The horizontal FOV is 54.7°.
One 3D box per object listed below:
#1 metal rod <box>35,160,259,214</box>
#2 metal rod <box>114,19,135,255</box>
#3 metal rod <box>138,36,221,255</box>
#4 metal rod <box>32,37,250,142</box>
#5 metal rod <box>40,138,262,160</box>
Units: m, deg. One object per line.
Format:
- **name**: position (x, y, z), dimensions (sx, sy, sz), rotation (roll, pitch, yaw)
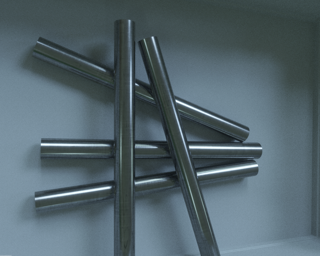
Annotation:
- **metal rod**: position (-0.002, 0.073, 0.409), dimensions (0.303, 0.025, 0.025), rotation (-5, 92, -20)
- **metal rod**: position (-0.042, 0.025, 0.367), dimensions (0.025, 0.025, 0.298), rotation (0, 90, -20)
- **metal rod**: position (0.027, 0.035, 0.393), dimensions (0.025, 0.025, 0.298), rotation (-19, 97, -19)
- **metal rod**: position (-0.009, -0.042, 0.406), dimensions (0.302, 0.025, 0.025), rotation (21, 83, -19)
- **metal rod**: position (0.004, 0.029, 0.411), dimensions (0.303, 0.025, 0.025), rotation (2, 90, -21)
